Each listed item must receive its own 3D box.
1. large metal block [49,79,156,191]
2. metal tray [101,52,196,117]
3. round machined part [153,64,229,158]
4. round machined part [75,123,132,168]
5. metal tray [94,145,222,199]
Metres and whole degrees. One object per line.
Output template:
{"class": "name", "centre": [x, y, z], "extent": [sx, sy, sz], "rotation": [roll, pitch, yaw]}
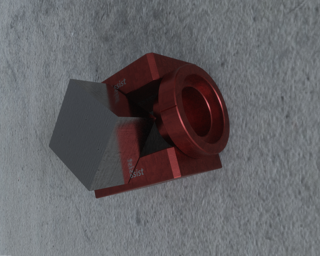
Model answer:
{"class": "large metal block", "centre": [-0.062, 0.005, 0.319], "extent": [0.080, 0.050, 0.079], "rotation": [36, 112, 33]}
{"class": "metal tray", "centre": [-0.026, -0.044, 0.385], "extent": [0.130, 0.091, 0.030], "rotation": [-23, 76, 37]}
{"class": "round machined part", "centre": [0.030, -0.015, 0.332], "extent": [0.042, 0.099, 0.098], "rotation": [-20, 78, 38]}
{"class": "round machined part", "centre": [-0.067, 0.023, 0.411], "extent": [0.042, 0.099, 0.098], "rotation": [-20, 78, 38]}
{"class": "metal tray", "centre": [-0.006, 0.051, 0.365], "extent": [0.130, 0.091, 0.030], "rotation": [-22, 76, 37]}
